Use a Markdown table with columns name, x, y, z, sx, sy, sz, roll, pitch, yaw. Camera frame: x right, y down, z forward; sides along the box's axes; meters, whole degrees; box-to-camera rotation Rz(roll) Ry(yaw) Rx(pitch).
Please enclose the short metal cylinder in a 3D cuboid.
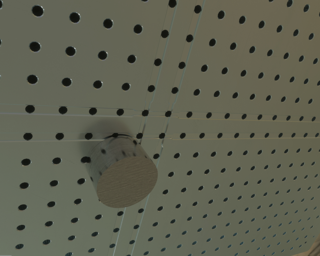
| name | x | y | z | sx | sy | sz | roll | pitch | yaw |
| --- | --- | --- | --- | --- | --- | --- | --- | --- | --- |
| short metal cylinder | -0.050 | 0.057 | 0.404 | 0.081 | 0.050 | 0.079 | -14 | 125 | -21 |
